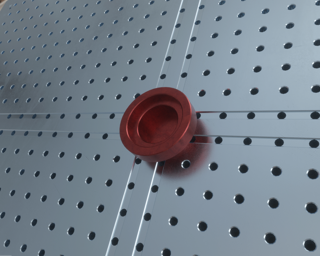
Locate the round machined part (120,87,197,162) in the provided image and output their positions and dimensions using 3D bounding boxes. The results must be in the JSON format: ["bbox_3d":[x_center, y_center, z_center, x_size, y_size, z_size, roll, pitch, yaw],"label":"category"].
[{"bbox_3d":[0.001,-0.001,0.398,0.098,0.042,0.098,-13,56,21],"label":"round machined part"}]
